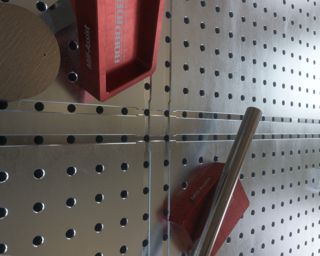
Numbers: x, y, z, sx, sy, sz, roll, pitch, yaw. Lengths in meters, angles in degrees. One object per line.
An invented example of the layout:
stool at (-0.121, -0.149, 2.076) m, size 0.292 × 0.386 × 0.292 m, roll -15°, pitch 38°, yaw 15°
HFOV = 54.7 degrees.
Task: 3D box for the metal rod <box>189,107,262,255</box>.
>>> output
metal rod at (0.088, 0.099, 0.443) m, size 0.025 × 0.025 × 0.300 m, roll 40°, pitch 65°, yaw -33°

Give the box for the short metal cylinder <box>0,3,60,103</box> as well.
short metal cylinder at (-0.138, -0.064, 0.277) m, size 0.081 × 0.050 × 0.080 m, roll 0°, pitch 90°, yaw -40°

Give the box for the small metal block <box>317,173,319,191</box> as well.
small metal block at (0.410, 0.132, 0.753) m, size 0.050 × 0.025 × 0.050 m, roll 24°, pitch 75°, yaw -38°

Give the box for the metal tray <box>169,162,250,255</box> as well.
metal tray at (0.080, 0.126, 0.473) m, size 0.131 × 0.030 × 0.090 m, roll -42°, pitch 116°, yaw -32°

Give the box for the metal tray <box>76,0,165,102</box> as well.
metal tray at (-0.039, -0.099, 0.323) m, size 0.091 × 0.030 × 0.129 m, roll -36°, pitch 152°, yaw -34°

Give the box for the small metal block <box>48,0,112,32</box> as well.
small metal block at (-0.081, -0.123, 0.325) m, size 0.050 × 0.050 × 0.025 m, roll -27°, pitch 107°, yaw -37°
